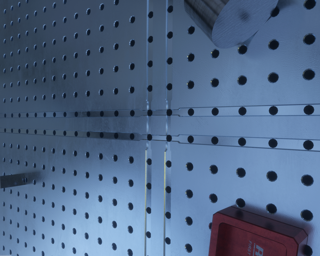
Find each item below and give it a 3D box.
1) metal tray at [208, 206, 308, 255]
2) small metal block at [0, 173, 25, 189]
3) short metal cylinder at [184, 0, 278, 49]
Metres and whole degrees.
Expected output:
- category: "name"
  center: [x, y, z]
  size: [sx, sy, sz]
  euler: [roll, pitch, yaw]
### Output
- category: "metal tray"
  center: [0.096, 0.160, 0.326]
  size: [0.090, 0.030, 0.129]
  euler: [9, 96, 39]
- category: "small metal block"
  center: [-0.326, 0.114, 0.662]
  size: [0.050, 0.050, 0.025]
  euler: [-12, 83, 39]
- category: "short metal cylinder"
  center: [0.072, -0.129, 0.314]
  size: [0.080, 0.081, 0.050]
  euler: [-48, 62, 29]
